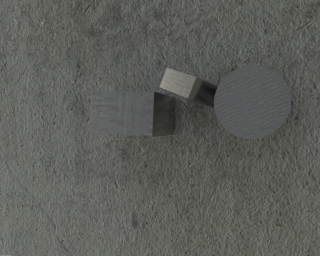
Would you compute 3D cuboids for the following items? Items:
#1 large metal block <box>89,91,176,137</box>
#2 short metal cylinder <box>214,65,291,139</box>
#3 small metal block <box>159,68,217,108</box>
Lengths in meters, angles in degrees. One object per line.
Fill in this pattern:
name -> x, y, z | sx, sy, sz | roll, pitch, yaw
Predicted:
large metal block -> -0.031, -0.017, 0.391 | 0.080, 0.080, 0.050 | 3, 91, 20
short metal cylinder -> 0.107, -0.028, 0.358 | 0.080, 0.050, 0.080 | 0, 90, 19
small metal block -> 0.037, -0.048, 0.374 | 0.050, 0.050, 0.025 | 29, 101, 45
